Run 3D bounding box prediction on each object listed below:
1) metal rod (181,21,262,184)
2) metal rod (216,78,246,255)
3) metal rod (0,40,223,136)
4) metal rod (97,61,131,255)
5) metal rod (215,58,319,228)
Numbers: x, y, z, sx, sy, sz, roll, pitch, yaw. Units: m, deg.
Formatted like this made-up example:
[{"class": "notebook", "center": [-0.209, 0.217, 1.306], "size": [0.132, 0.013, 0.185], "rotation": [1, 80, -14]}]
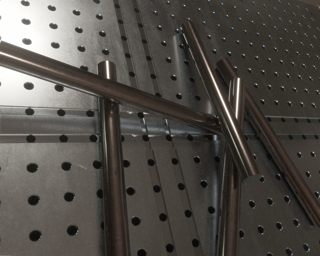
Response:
[{"class": "metal rod", "center": [0.081, -0.058, 0.463], "size": [0.025, 0.025, 0.299], "rotation": [4, 52, -27]}, {"class": "metal rod", "center": [0.099, 0.052, 0.420], "size": [0.025, 0.025, 0.300], "rotation": [22, 57, -16]}, {"class": "metal rod", "center": [-0.036, -0.038, 0.383], "size": [0.302, 0.025, 0.025], "rotation": [17, 55, -30]}, {"class": "metal rod", "center": [-0.053, 0.048, 0.351], "size": [0.025, 0.025, 0.299], "rotation": [6, 59, -26]}, {"class": "metal rod", "center": [0.173, 0.013, 0.495], "size": [0.025, 0.025, 0.299], "rotation": [-16, 70, -35]}]
